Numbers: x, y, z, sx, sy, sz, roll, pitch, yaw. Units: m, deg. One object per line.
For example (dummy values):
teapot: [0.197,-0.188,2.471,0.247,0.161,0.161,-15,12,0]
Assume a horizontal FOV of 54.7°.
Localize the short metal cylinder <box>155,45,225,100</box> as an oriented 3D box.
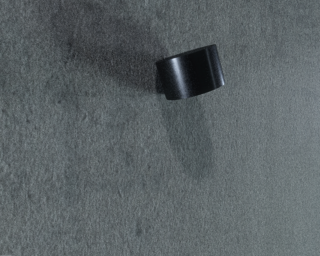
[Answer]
short metal cylinder: [0.040,-0.073,0.404,0.081,0.080,0.050,-28,108,-37]
